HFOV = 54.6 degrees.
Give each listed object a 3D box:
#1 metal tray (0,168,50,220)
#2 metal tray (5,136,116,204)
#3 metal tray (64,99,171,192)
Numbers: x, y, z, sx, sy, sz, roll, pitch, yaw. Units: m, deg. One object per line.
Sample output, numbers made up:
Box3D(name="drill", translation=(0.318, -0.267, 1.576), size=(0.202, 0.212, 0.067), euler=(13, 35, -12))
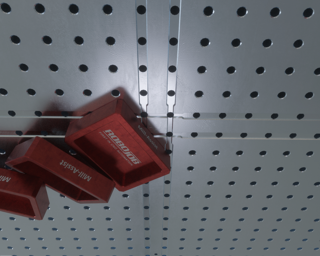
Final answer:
Box3D(name="metal tray", translation=(-0.238, 0.093, 0.462), size=(0.131, 0.030, 0.090), euler=(14, 141, -2))
Box3D(name="metal tray", translation=(-0.139, 0.065, 0.438), size=(0.130, 0.030, 0.090), euler=(39, 146, -28))
Box3D(name="metal tray", translation=(-0.055, 0.030, 0.432), size=(0.090, 0.030, 0.130), euler=(-25, 126, 19))
